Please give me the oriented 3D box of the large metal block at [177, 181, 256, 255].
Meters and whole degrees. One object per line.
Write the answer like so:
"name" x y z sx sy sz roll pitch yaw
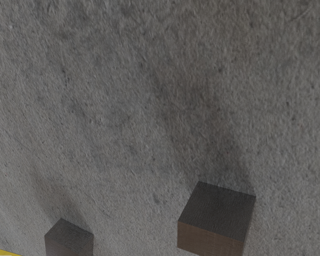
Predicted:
"large metal block" 0.075 0.123 0.407 0.080 0.080 0.050 12 124 21

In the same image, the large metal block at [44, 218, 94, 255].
"large metal block" -0.186 0.244 0.637 0.080 0.050 0.079 21 126 15
